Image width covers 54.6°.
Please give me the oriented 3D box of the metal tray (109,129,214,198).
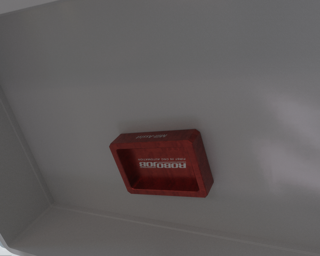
[{"bbox_3d":[0.001,0.051,0.436,0.130,0.030,0.090,-4,117,30],"label":"metal tray"}]
